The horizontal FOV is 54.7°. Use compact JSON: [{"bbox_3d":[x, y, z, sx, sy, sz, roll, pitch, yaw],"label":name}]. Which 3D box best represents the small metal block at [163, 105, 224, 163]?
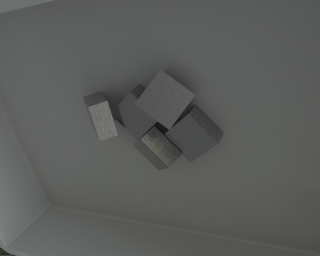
[{"bbox_3d":[0.042,0.008,0.388,0.050,0.025,0.050,46,129,-4],"label":"small metal block"}]

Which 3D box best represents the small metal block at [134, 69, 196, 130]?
[{"bbox_3d":[0.007,-0.033,0.367,0.050,0.025,0.050,37,94,3],"label":"small metal block"}]

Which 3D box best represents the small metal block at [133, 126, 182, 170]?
[{"bbox_3d":[-0.005,0.028,0.410,0.050,0.025,0.050,45,160,-3],"label":"small metal block"}]

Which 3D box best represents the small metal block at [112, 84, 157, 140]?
[{"bbox_3d":[-0.028,-0.020,0.407,0.050,0.025,0.050,44,129,-3],"label":"small metal block"}]

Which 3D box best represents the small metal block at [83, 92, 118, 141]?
[{"bbox_3d":[-0.081,-0.017,0.420,0.050,0.025,0.050,-137,30,-61],"label":"small metal block"}]
